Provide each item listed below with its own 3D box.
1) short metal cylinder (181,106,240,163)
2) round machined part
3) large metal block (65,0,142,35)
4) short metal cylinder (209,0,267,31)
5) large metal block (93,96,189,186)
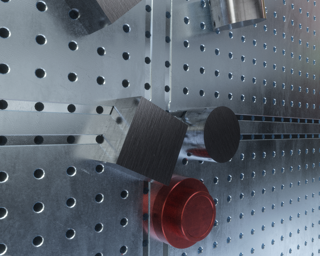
[{"bbox_3d":[0.072,0.009,0.453,0.081,0.050,0.080,0,90,-40],"label":"short metal cylinder"},{"bbox_3d":[0.040,0.119,0.432,0.099,0.042,0.097,0,90,-40],"label":"round machined part"},{"bbox_3d":[-0.063,-0.163,0.339,0.080,0.050,0.080,-50,120,-28],"label":"large metal block"},{"bbox_3d":[0.117,-0.182,0.470,0.081,0.080,0.050,-18,102,-39],"label":"short metal cylinder"},{"bbox_3d":[-0.021,0.017,0.375,0.080,0.050,0.080,30,71,-36],"label":"large metal block"}]
